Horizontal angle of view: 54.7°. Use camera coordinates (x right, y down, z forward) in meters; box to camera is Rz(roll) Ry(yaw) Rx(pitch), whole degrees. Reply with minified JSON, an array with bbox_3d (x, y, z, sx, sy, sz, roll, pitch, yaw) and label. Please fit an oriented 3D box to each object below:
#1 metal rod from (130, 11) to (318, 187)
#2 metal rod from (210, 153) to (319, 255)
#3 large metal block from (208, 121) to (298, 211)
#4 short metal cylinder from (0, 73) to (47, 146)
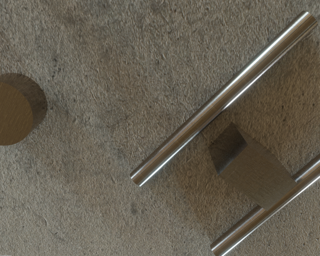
[{"bbox_3d":[0.072,-0.028,0.400,0.025,0.025,0.299,42,104,-14],"label":"metal rod"},{"bbox_3d":[0.188,0.088,0.444,0.025,0.025,0.299,41,105,-14],"label":"metal rod"},{"bbox_3d":[0.115,0.046,0.399,0.080,0.080,0.050,36,106,-13],"label":"large metal block"},{"bbox_3d":[-0.189,-0.025,0.385,0.081,0.050,0.079,0,110,-1],"label":"short metal cylinder"}]
